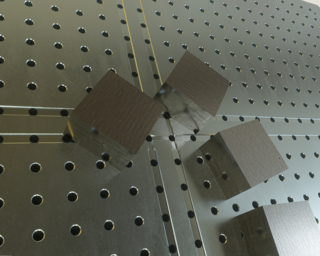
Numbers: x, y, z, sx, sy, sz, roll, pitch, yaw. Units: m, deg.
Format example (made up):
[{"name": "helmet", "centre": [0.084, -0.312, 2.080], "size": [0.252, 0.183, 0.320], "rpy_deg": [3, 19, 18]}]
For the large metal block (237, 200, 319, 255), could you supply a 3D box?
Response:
[{"name": "large metal block", "centre": [0.155, 0.140, 0.389], "size": [0.081, 0.050, 0.080], "rpy_deg": [2, 61, -27]}]

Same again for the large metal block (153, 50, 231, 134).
[{"name": "large metal block", "centre": [0.045, -0.052, 0.447], "size": [0.080, 0.050, 0.080], "rpy_deg": [35, 51, -5]}]

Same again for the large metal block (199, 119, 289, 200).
[{"name": "large metal block", "centre": [0.115, 0.041, 0.428], "size": [0.081, 0.050, 0.080], "rpy_deg": [-16, 70, -34]}]

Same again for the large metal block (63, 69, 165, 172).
[{"name": "large metal block", "centre": [-0.053, -0.009, 0.369], "size": [0.080, 0.050, 0.080], "rpy_deg": [34, 51, -6]}]
